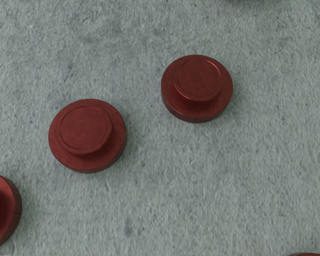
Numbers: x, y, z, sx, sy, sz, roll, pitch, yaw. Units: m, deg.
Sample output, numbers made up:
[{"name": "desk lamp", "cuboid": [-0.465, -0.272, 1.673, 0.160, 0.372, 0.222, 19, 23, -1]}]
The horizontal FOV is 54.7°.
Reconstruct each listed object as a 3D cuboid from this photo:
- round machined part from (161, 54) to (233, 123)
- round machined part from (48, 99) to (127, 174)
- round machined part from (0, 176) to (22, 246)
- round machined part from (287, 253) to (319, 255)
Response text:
[{"name": "round machined part", "cuboid": [0.051, -0.059, 0.421, 0.099, 0.042, 0.098, 0, 70, -1]}, {"name": "round machined part", "cuboid": [-0.094, 0.006, 0.396, 0.099, 0.042, 0.098, 0, 70, -1]}, {"name": "round machined part", "cuboid": [-0.219, 0.097, 0.361, 0.099, 0.042, 0.098, 0, 70, -1]}, {"name": "round machined part", "cuboid": [0.161, 0.186, 0.333, 0.099, 0.042, 0.098, 0, 70, -1]}]
